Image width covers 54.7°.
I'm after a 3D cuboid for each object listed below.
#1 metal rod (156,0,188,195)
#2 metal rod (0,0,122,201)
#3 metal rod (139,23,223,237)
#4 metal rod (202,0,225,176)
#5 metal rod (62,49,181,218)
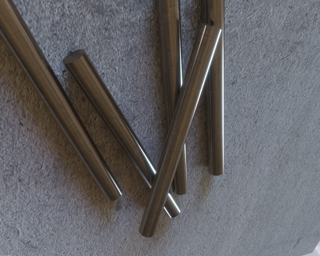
[{"bbox_3d":[0.019,-0.028,0.399,0.025,0.025,0.298,-18,126,-18],"label":"metal rod"},{"bbox_3d":[-0.106,-0.020,0.336,0.025,0.025,0.299,-29,128,-10],"label":"metal rod"},{"bbox_3d":[0.018,0.021,0.395,0.025,0.025,0.298,1,118,-29],"label":"metal rod"},{"bbox_3d":[0.073,-0.053,0.413,0.025,0.025,0.298,-20,126,-17],"label":"metal rod"},{"bbox_3d":[-0.033,0.031,0.407,0.025,0.025,0.299,-33,129,-7],"label":"metal rod"}]
